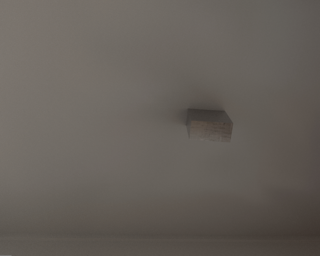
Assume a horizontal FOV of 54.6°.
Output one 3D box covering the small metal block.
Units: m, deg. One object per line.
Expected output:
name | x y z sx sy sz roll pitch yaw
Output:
small metal block | 0.062 -0.004 0.397 0.050 0.050 0.025 4 110 -2
